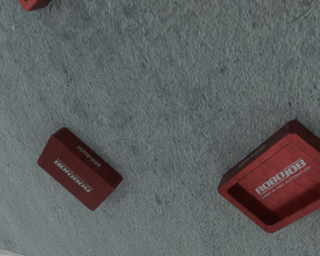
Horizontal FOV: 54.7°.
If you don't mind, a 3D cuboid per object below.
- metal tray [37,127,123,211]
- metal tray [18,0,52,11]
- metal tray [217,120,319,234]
[{"bbox_3d":[-0.136,0.071,0.519,0.130,0.030,0.090,41,129,-1],"label":"metal tray"},{"bbox_3d":[-0.161,-0.216,0.354,0.090,0.030,0.130,-24,106,36],"label":"metal tray"},{"bbox_3d":[0.143,0.063,0.366,0.090,0.030,0.129,40,129,1],"label":"metal tray"}]
